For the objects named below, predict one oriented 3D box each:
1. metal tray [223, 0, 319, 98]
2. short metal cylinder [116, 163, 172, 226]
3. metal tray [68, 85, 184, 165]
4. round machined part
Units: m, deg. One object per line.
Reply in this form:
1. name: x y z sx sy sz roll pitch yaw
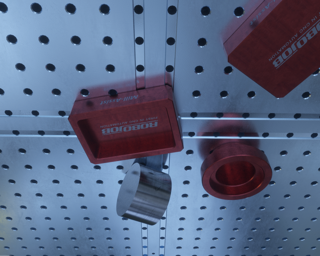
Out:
1. metal tray: 0.144 -0.101 0.324 0.090 0.030 0.129 29 124 -23
2. short metal cylinder: -0.025 0.097 0.458 0.050 0.080 0.080 23 126 -19
3. metal tray: -0.041 -0.001 0.406 0.131 0.030 0.090 -9 130 7
4. round machined part: 0.108 0.059 0.453 0.099 0.042 0.097 -1 130 0
